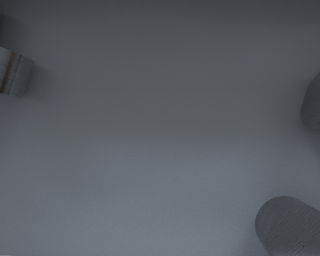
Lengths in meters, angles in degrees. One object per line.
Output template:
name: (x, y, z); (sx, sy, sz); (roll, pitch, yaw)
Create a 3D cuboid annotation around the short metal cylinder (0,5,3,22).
short metal cylinder: (-0.243, -0.138, 0.381); (0.080, 0.080, 0.050); (14, 90, -1)

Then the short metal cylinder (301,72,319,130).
short metal cylinder: (0.223, -0.032, 0.387); (0.050, 0.080, 0.080); (17, 90, -1)

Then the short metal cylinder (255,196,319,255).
short metal cylinder: (0.171, 0.134, 0.401); (0.081, 0.050, 0.079); (0, 90, -1)

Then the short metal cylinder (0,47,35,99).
short metal cylinder: (-0.203, -0.073, 0.381); (0.080, 0.080, 0.050); (18, 90, -1)
